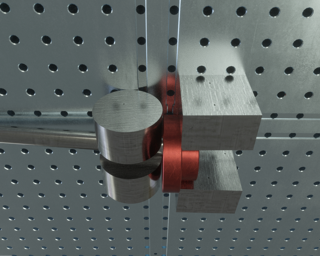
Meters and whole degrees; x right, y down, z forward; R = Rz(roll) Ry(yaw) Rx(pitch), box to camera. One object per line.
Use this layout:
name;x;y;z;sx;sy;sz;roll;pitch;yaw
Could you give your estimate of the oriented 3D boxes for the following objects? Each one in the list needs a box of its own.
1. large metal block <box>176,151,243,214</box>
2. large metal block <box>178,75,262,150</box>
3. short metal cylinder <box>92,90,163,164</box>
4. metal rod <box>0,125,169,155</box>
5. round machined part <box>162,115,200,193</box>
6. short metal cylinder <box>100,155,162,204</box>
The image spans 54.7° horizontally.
large metal block;0.063;0.071;0.438;0.081;0.080;0.050;2;130;-2
large metal block;0.064;-0.020;0.360;0.081;0.080;0.050;0;130;0
short metal cylinder;-0.038;-0.003;0.373;0.081;0.080;0.050;1;131;-1
metal rod;-0.121;0.014;0.407;0.302;0.025;0.025;4;130;1
round machined part;0.024;0.032;0.391;0.042;0.098;0.097;1;130;-1
short metal cylinder;-0.038;0.055;0.421;0.081;0.080;0.050;1;131;-1
